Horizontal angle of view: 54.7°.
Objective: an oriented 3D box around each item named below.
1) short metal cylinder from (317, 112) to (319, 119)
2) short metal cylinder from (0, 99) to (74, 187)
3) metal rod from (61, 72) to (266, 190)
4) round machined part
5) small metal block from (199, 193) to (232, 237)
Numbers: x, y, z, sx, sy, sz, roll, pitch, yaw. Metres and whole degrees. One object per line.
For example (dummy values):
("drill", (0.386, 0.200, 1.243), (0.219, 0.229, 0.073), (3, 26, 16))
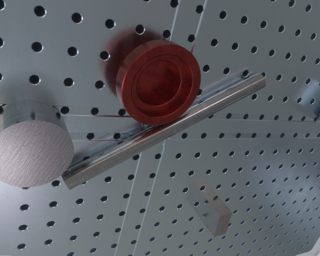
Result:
("short metal cylinder", (0.330, -0.018, 0.545), (0.080, 0.080, 0.050), (31, 101, -38))
("short metal cylinder", (-0.138, 0.016, 0.330), (0.081, 0.050, 0.079), (-14, 124, -21))
("metal rod", (0.013, -0.001, 0.417), (0.302, 0.025, 0.025), (-27, 128, -11))
("round machined part", (-0.005, -0.055, 0.363), (0.099, 0.042, 0.097), (-14, 124, -21))
("small metal block", (0.096, 0.152, 0.542), (0.025, 0.050, 0.050), (-7, 122, -25))
